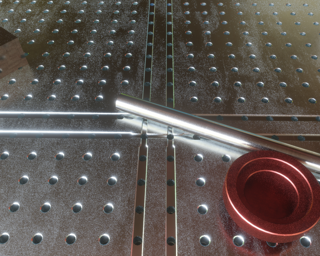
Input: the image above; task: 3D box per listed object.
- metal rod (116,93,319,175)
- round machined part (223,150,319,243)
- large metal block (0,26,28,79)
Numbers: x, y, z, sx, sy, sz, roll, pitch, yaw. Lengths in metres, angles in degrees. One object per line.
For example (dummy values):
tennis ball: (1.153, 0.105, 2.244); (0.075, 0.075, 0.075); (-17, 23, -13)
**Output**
metal rod: (0.082, 0.008, 0.401); (0.301, 0.025, 0.025); (18, 52, 14)
round machined part: (0.117, 0.075, 0.334); (0.099, 0.042, 0.098); (0, 50, 0)
large metal block: (-0.274, -0.119, 0.489); (0.080, 0.050, 0.080); (33, 57, 24)
